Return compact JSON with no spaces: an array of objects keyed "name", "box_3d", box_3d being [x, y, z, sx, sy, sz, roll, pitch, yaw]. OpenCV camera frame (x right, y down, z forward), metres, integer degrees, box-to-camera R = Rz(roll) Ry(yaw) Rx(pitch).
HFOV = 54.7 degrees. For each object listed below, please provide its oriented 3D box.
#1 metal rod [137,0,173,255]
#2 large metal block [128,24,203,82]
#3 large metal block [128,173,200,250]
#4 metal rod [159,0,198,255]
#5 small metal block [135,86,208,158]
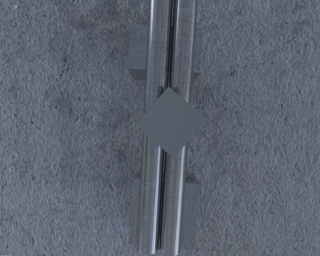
[{"name":"metal rod","box_3d":[-0.006,-0.008,0.338,0.025,0.025,0.298,3,97,0]},{"name":"large metal block","box_3d":[0.006,-0.089,0.384,0.080,0.080,0.050,3,90,0]},{"name":"large metal block","box_3d":[0.005,0.104,0.398,0.080,0.050,0.080,5,90,0]},{"name":"metal rod","box_3d":[0.020,-0.007,0.338,0.025,0.025,0.298,3,97,0]},{"name":"small metal block","box_3d":[0.011,-0.007,0.314,0.050,0.025,0.050,41,95,-6]}]
